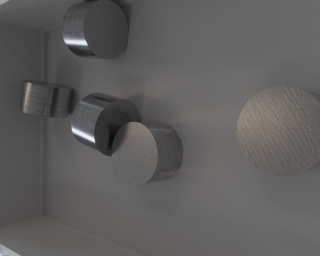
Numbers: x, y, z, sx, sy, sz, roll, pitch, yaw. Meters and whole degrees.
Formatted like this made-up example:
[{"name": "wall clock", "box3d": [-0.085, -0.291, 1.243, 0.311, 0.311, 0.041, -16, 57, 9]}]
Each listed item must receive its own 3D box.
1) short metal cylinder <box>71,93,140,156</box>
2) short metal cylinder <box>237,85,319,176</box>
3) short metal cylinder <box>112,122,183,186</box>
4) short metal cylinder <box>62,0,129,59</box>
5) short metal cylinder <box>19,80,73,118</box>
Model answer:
[{"name": "short metal cylinder", "box3d": [-0.074, -0.006, 0.433, 0.050, 0.081, 0.079, 19, 102, 38]}, {"name": "short metal cylinder", "box3d": [0.121, 0.002, 0.291, 0.080, 0.050, 0.080, 0, 90, 40]}, {"name": "short metal cylinder", "box3d": [-0.017, 0.032, 0.405, 0.080, 0.050, 0.080, 0, 90, 40]}, {"name": "short metal cylinder", "box3d": [-0.092, -0.141, 0.447, 0.050, 0.081, 0.079, 13, 99, 39]}, {"name": "short metal cylinder", "box3d": [-0.195, -0.051, 0.533, 0.080, 0.081, 0.050, 19, 102, 38]}]
